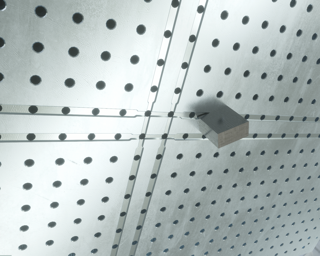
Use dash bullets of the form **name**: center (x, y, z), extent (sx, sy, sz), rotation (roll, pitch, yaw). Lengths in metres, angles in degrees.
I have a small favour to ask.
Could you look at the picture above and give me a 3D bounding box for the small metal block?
- **small metal block**: center (0.090, -0.002, 0.442), extent (0.050, 0.050, 0.025), rotation (-21, 126, -16)
